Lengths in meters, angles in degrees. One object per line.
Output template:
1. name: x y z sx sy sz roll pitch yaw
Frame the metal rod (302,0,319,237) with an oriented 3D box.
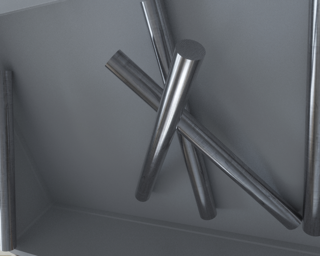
1. metal rod: 0.163 -0.005 0.318 0.025 0.025 0.298 3 120 27

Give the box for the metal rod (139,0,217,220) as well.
1. metal rod: 0.030 -0.006 0.388 0.025 0.025 0.298 -3 117 29

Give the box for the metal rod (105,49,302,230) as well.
1. metal rod: 0.059 0.021 0.366 0.300 0.025 0.025 41 130 -10

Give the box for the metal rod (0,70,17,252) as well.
1. metal rod: -0.252 0.057 0.507 0.025 0.025 0.298 7 99 25

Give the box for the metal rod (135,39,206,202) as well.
1. metal rod: -0.001 0.021 0.369 0.025 0.025 0.298 30 145 9
